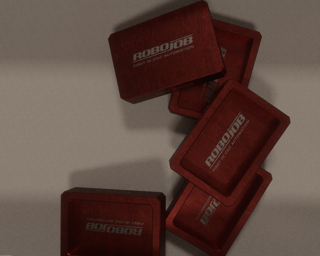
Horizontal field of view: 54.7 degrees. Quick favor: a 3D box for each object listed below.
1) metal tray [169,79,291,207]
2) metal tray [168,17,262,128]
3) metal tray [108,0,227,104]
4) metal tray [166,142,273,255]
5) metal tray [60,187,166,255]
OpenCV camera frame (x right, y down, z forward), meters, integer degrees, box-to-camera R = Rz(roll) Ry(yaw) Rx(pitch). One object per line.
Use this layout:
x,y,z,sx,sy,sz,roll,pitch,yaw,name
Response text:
0.083,0.017,0.379,0.090,0.030,0.130,35,90,-1,metal tray
0.071,-0.072,0.409,0.091,0.030,0.129,16,90,-1,metal tray
0.007,-0.091,0.385,0.130,0.030,0.090,-15,81,15,metal tray
0.074,0.093,0.409,0.090,0.030,0.130,32,90,-1,metal tray
-0.060,0.125,0.392,0.131,0.030,0.089,0,90,14,metal tray
